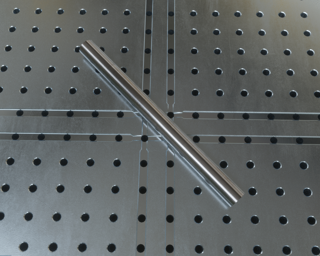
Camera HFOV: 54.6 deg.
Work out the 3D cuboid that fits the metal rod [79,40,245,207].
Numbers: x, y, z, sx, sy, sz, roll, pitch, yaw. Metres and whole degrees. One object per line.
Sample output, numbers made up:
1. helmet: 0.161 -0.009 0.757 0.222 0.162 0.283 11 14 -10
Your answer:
1. metal rod: -0.006 -0.015 0.418 0.025 0.025 0.300 -41 75 -13
